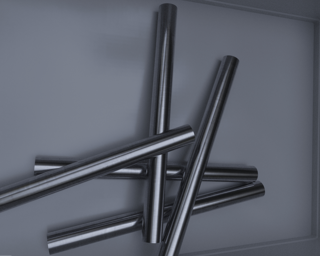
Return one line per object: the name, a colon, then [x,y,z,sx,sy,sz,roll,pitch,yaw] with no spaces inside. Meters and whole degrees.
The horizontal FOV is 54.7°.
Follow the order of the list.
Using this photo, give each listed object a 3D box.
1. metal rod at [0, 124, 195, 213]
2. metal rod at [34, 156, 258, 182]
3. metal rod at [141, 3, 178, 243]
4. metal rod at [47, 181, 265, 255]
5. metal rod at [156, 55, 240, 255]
metal rod: [-0.101,0.054,0.345,0.302,0.025,0.025,-19,97,-14]
metal rod: [-0.003,0.057,0.409,0.302,0.025,0.025,5,89,-20]
metal rod: [0.000,-0.012,0.392,0.025,0.025,0.298,7,81,-20]
metal rod: [0.010,0.114,0.414,0.303,0.025,0.025,-9,93,-20]
metal rod: [0.053,0.037,0.409,0.025,0.025,0.299,26,73,-19]
